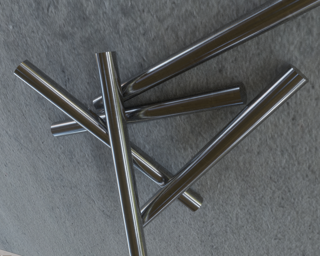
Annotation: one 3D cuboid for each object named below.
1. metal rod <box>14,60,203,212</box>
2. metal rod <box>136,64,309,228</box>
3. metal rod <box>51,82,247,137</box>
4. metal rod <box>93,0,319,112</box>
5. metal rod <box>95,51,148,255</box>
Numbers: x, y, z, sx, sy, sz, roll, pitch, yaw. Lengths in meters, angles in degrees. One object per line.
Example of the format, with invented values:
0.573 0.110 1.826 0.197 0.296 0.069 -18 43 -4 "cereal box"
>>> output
-0.061 0.017 0.418 0.301 0.025 0.025 39 130 -11 "metal rod"
0.051 0.043 0.377 0.025 0.025 0.298 41 120 0 "metal rod"
-0.036 -0.018 0.413 0.300 0.025 0.025 -9 114 31 "metal rod"
0.032 -0.077 0.341 0.300 0.025 0.025 -21 107 35 "metal rod"
-0.046 0.054 0.401 0.025 0.025 0.298 0 106 28 "metal rod"
